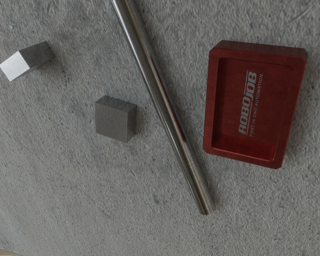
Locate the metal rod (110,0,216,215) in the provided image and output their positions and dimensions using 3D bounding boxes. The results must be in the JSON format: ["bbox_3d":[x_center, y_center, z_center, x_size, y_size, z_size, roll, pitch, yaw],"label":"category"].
[{"bbox_3d":[0.012,-0.014,0.390,0.025,0.025,0.299,-10,114,32],"label":"metal rod"}]

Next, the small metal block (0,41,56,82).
[{"bbox_3d":[-0.182,-0.092,0.427,0.050,0.050,0.025,-18,109,35],"label":"small metal block"}]

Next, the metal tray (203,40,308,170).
[{"bbox_3d":[0.097,-0.024,0.336,0.090,0.030,0.129,12,124,21],"label":"metal tray"}]

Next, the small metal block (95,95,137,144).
[{"bbox_3d":[-0.061,-0.012,0.430,0.050,0.025,0.050,18,125,17],"label":"small metal block"}]
